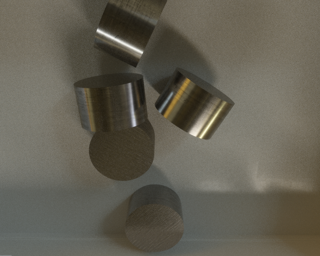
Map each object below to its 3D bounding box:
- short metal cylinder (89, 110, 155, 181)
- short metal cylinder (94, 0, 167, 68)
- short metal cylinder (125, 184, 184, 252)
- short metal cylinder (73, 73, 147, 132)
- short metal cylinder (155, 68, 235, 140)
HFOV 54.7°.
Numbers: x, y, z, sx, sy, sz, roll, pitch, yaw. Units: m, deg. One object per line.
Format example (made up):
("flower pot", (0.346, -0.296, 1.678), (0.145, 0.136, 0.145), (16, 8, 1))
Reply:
("short metal cylinder", (-0.047, 0.022, 0.405), (0.081, 0.050, 0.079), (0, 111, 0))
("short metal cylinder", (-0.032, -0.113, 0.340), (0.050, 0.080, 0.080), (25, 108, -9))
("short metal cylinder", (-0.008, 0.129, 0.445), (0.081, 0.050, 0.079), (0, 110, 0))
("short metal cylinder", (-0.057, -0.033, 0.369), (0.080, 0.080, 0.050), (-5, 110, 2))
("short metal cylinder", (0.041, -0.030, 0.371), (0.080, 0.080, 0.050), (29, 108, -10))
